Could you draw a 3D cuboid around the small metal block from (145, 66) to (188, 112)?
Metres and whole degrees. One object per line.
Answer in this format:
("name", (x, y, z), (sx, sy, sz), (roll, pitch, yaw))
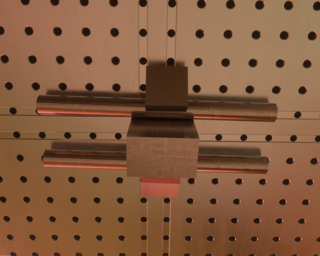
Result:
("small metal block", (0.008, -0.048, 0.380), (0.050, 0.025, 0.050), (1, 76, -1))

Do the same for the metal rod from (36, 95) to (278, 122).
("metal rod", (-0.002, -0.025, 0.399), (0.302, 0.025, 0.025), (2, 110, -1))

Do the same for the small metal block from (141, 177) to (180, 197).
("small metal block", (0.000, 0.073, 0.424), (0.050, 0.025, 0.050), (2, 148, -2))

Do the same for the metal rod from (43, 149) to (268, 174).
("metal rod", (-0.005, 0.046, 0.427), (0.302, 0.025, 0.025), (2, 110, -1))

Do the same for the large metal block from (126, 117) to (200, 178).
("large metal block", (0.003, 0.020, 0.387), (0.081, 0.080, 0.050), (2, 110, -1))
